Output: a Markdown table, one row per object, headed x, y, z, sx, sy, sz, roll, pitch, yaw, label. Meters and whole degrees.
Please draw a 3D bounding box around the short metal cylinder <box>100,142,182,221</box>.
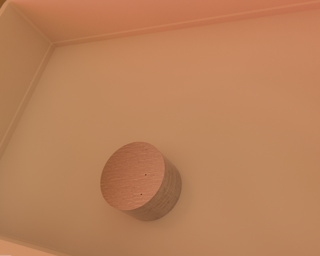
| x | y | z | sx | sy | sz | roll | pitch | yaw | label |
| --- | --- | --- | --- | --- | --- | --- | --- | --- | --- |
| -0.021 | 0.063 | 0.361 | 0.080 | 0.050 | 0.080 | -13 | 56 | 20 | short metal cylinder |
